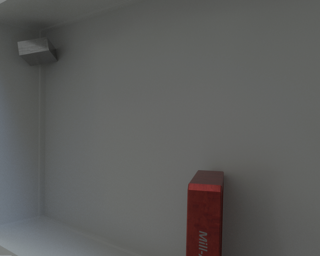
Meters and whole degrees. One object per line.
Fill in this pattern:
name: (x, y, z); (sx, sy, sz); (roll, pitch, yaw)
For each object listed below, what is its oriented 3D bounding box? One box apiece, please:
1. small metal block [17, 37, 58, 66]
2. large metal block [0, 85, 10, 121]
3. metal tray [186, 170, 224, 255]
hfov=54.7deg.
small metal block: (-0.217, -0.136, 0.552); (0.050, 0.050, 0.025); (-11, 81, -4)
large metal block: (-0.388, -0.059, 0.709); (0.080, 0.050, 0.079); (7, 94, 39)
metal tray: (0.048, 0.115, 0.320); (0.030, 0.090, 0.129); (2, 91, 13)
